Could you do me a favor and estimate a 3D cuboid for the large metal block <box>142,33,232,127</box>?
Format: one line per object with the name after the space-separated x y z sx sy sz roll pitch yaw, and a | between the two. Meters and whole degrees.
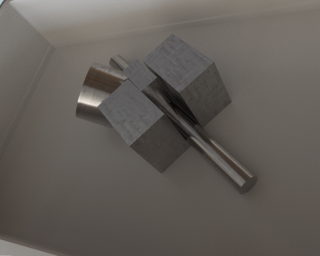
0.035 -0.058 0.386 0.050 0.080 0.080 -42 51 -1 | large metal block

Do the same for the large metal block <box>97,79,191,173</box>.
-0.019 -0.001 0.379 0.050 0.080 0.080 -43 51 -1 | large metal block

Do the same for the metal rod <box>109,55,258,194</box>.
0.010 -0.025 0.414 0.025 0.025 0.300 -43 51 -2 | metal rod

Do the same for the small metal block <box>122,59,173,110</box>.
-0.015 -0.054 0.398 0.025 0.050 0.050 -42 51 0 | small metal block

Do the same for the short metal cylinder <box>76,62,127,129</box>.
-0.078 -0.045 0.427 0.050 0.080 0.080 18 66 -7 | short metal cylinder
